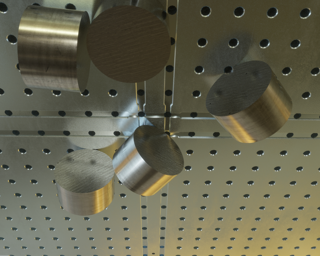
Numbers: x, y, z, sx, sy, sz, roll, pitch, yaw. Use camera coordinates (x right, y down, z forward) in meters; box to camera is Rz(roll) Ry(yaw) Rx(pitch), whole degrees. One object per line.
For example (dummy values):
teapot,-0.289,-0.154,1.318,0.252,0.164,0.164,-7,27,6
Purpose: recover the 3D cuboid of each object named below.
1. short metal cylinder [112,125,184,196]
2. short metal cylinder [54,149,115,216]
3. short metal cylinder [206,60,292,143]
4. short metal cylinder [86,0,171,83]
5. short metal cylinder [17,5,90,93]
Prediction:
short metal cylinder,-0.015,0.042,0.412,0.080,0.080,0.050,29,124,-23
short metal cylinder,-0.105,0.076,0.438,0.081,0.080,0.050,4,130,-4
short metal cylinder,0.100,-0.030,0.352,0.080,0.080,0.050,-32,124,24
short metal cylinder,-0.030,-0.093,0.315,0.081,0.050,0.079,0,130,0
short metal cylinder,-0.100,-0.077,0.308,0.050,0.080,0.079,5,130,-5
